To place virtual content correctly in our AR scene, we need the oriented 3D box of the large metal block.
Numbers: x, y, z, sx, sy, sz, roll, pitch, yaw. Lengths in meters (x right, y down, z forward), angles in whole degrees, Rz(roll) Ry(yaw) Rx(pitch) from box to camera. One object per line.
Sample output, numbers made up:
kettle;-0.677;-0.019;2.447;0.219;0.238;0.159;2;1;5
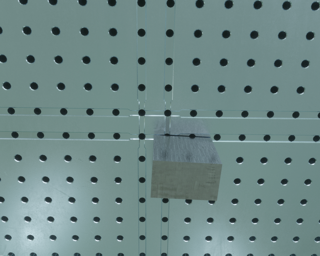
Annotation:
large metal block;0.030;0.049;0.403;0.081;0.080;0.050;3;110;-2
